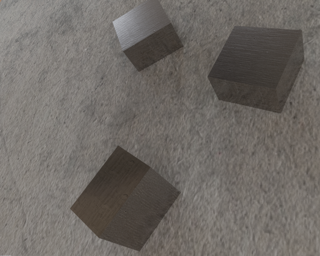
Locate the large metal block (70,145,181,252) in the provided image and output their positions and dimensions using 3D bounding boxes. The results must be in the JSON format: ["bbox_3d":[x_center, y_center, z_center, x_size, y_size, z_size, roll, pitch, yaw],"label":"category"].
[{"bbox_3d":[-0.033,0.078,0.337,0.050,0.080,0.080,29,77,37],"label":"large metal block"}]

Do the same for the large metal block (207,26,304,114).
[{"bbox_3d":[0.116,-0.072,0.371,0.080,0.050,0.080,18,71,34],"label":"large metal block"}]

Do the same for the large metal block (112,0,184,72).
[{"bbox_3d":[-0.020,-0.149,0.488,0.080,0.050,0.080,-28,52,10],"label":"large metal block"}]
